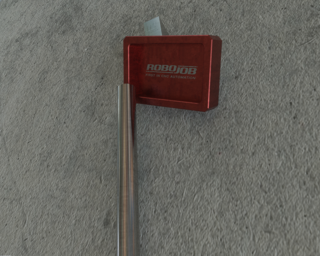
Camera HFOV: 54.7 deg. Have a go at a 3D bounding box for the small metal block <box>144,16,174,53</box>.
[{"bbox_3d":[0.000,-0.129,0.466,0.025,0.050,0.050,-19,54,17],"label":"small metal block"}]

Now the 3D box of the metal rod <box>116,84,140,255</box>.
[{"bbox_3d":[-0.037,0.081,0.353,0.025,0.025,0.299,-14,62,20],"label":"metal rod"}]

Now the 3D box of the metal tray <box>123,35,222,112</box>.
[{"bbox_3d":[0.012,-0.074,0.406,0.130,0.030,0.089,10,106,32],"label":"metal tray"}]
